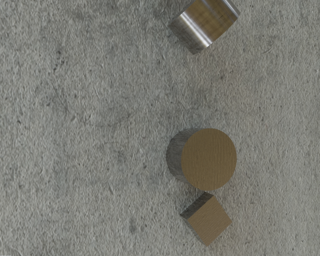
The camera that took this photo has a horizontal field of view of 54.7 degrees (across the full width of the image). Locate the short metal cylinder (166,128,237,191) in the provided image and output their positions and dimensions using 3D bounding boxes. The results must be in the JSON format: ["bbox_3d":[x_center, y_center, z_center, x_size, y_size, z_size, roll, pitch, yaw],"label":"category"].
[{"bbox_3d":[0.055,0.040,0.417,0.081,0.050,0.079,0,90,-21],"label":"short metal cylinder"}]

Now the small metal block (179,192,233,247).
[{"bbox_3d":[0.065,0.127,0.435,0.050,0.025,0.050,-38,103,-16],"label":"small metal block"}]

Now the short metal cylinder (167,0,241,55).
[{"bbox_3d":[0.056,-0.141,0.401,0.050,0.080,0.080,46,76,-15],"label":"short metal cylinder"}]
